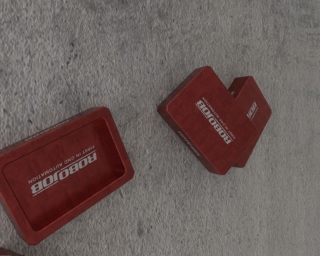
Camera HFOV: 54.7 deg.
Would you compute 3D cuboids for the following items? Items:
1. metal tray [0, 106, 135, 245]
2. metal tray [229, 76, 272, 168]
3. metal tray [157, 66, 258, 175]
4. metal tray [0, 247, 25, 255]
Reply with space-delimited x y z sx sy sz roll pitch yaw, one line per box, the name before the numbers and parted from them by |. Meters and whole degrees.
metal tray | -0.097 0.043 0.319 0.131 0.030 0.090 -31 110 -36
metal tray | 0.132 -0.011 0.511 0.090 0.030 0.130 50 61 -28
metal tray | 0.070 -0.009 0.434 0.090 0.030 0.130 -46 108 -18
metal tray | -0.143 0.189 0.281 0.090 0.030 0.130 41 65 -32
